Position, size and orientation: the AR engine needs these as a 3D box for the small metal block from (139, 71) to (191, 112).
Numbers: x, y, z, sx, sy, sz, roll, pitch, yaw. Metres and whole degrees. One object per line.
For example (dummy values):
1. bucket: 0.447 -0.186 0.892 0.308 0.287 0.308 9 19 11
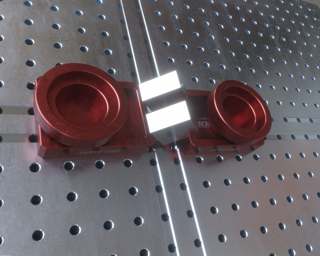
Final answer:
1. small metal block: 0.007 -0.044 0.404 0.050 0.050 0.025 -19 65 12

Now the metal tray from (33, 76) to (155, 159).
1. metal tray: -0.078 -0.013 0.372 0.131 0.030 0.090 -1 64 -29

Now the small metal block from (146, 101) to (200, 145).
1. small metal block: 0.017 -0.005 0.385 0.050 0.050 0.025 -19 65 12

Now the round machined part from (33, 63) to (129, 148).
1. round machined part: -0.089 -0.021 0.346 0.099 0.042 0.098 14 56 -21

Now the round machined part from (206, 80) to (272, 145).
1. round machined part: 0.109 -0.018 0.451 0.099 0.042 0.098 14 56 -21

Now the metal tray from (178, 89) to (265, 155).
1. metal tray: 0.083 -0.009 0.455 0.131 0.030 0.090 1 62 -28
